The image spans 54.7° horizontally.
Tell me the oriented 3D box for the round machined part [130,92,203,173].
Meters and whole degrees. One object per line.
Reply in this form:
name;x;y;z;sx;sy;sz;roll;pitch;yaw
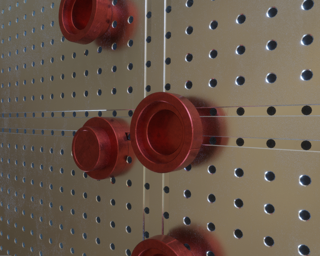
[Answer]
round machined part;0.012;0.005;0.387;0.098;0.042;0.097;0;90;39

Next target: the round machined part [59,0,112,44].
round machined part;-0.114;-0.181;0.490;0.098;0.042;0.097;0;90;39

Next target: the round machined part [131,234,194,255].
round machined part;0.011;0.183;0.388;0.098;0.042;0.097;0;90;39

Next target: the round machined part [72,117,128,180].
round machined part;-0.098;0.031;0.477;0.098;0.042;0.097;0;90;39
